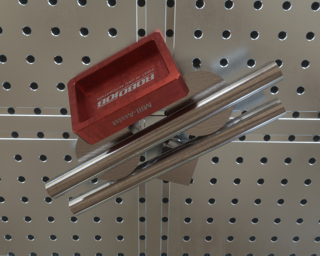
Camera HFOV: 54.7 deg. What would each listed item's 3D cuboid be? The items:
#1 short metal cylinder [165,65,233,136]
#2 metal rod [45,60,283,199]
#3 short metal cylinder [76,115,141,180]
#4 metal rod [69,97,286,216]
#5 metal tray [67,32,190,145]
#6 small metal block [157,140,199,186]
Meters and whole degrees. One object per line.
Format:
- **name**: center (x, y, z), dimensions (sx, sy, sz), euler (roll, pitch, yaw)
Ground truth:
- **short metal cylinder**: center (0.047, -0.036, 0.388), dimensions (0.081, 0.050, 0.079), euler (0, 110, -1)
- **metal rod**: center (-0.003, 0.007, 0.361), dimensions (0.301, 0.025, 0.025), euler (-28, 108, 9)
- **short metal cylinder**: center (-0.064, 0.021, 0.407), dimensions (0.081, 0.050, 0.079), euler (0, 110, -1)
- **metal rod**: center (0.015, 0.041, 0.401), dimensions (0.301, 0.025, 0.025), euler (-27, 108, 9)
- **metal tray**: center (-0.042, -0.047, 0.359), dimensions (0.130, 0.090, 0.030), euler (-27, 140, 9)
- **small metal block**: center (0.022, 0.048, 0.430), dimensions (0.050, 0.025, 0.050), euler (14, 109, -6)
